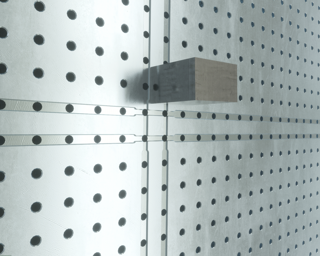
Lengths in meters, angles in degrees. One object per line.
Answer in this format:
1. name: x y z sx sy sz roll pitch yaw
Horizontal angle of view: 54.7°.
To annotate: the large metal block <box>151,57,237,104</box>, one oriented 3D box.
1. large metal block: 0.045 -0.058 0.414 0.081 0.080 0.050 -2 91 -40
